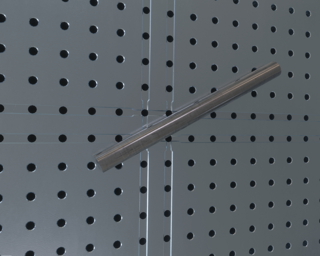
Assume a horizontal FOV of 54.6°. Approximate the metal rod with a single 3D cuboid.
[{"bbox_3d":[0.050,-0.023,0.430,0.302,0.025,0.025,-28,100,-18],"label":"metal rod"}]
